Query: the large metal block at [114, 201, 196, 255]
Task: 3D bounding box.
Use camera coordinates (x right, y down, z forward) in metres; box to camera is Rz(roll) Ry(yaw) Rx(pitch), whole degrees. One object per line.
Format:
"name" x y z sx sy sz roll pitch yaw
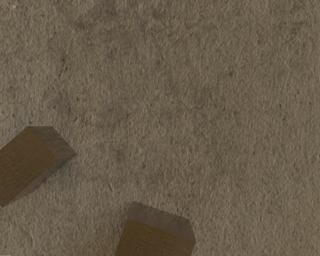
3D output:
"large metal block" -0.006 0.136 0.383 0.080 0.080 0.050 19 90 -1

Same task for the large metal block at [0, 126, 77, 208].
"large metal block" -0.160 0.043 0.380 0.080 0.080 0.050 -41 91 0
